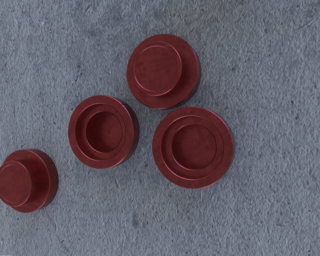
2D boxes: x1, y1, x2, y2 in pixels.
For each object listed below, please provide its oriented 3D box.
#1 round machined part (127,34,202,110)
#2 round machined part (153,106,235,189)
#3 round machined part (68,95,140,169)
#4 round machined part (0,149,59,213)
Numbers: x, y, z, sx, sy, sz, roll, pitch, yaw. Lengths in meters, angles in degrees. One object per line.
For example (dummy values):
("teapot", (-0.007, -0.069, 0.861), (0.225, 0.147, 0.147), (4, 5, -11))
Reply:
("round machined part", (0.001, -0.073, 0.400), (0.098, 0.042, 0.097), (0, 90, 20))
("round machined part", (0.044, 0.023, 0.384), (0.098, 0.042, 0.097), (0, 90, 20))
("round machined part", (-0.072, 0.005, 0.425), (0.098, 0.042, 0.097), (0, 90, 20))
("round machined part", (-0.209, 0.082, 0.474), (0.098, 0.042, 0.097), (0, 90, 20))
